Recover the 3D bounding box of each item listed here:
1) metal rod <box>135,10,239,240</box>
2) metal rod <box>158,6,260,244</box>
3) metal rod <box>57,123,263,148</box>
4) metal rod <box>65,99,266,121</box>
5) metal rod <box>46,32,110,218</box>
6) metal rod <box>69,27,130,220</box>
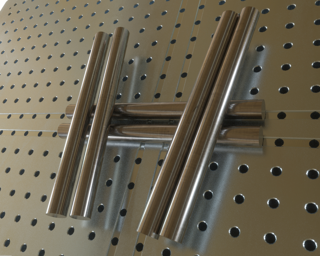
[{"bbox_3d":[0.041,-0.020,0.369,0.025,0.025,0.300,10,66,32],"label":"metal rod"},{"bbox_3d":[0.064,-0.020,0.357,0.025,0.025,0.300,10,66,32],"label":"metal rod"},{"bbox_3d":[-0.020,0.007,0.416,0.300,0.025,0.025,1,62,28],"label":"metal rod"},{"bbox_3d":[-0.012,-0.024,0.431,0.300,0.025,0.025,1,62,28],"label":"metal rod"},{"bbox_3d":[-0.112,-0.023,0.451,0.025,0.025,0.300,-8,58,24],"label":"metal rod"},{"bbox_3d":[-0.078,-0.025,0.435,0.025,0.025,0.300,-7,58,24],"label":"metal rod"}]
